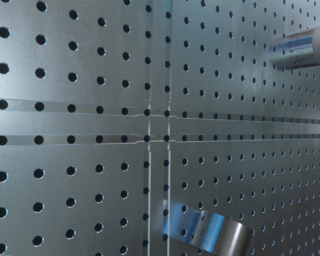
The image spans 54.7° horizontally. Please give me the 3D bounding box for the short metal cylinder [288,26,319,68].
[{"bbox_3d":[0.315,-0.169,0.656,0.081,0.050,0.079,0,90,-40],"label":"short metal cylinder"}]

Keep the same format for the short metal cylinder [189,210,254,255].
[{"bbox_3d":[0.087,0.159,0.447,0.080,0.080,0.050,38,67,-34],"label":"short metal cylinder"}]
